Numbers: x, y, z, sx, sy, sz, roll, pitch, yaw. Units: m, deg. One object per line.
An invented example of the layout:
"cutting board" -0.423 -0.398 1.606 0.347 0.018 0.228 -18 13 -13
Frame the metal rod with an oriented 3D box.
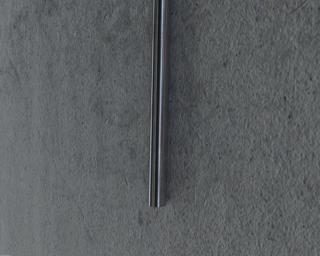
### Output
"metal rod" 0.000 -0.048 0.406 0.025 0.025 0.298 2 92 40
